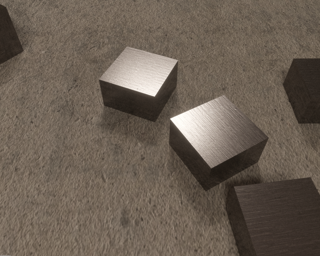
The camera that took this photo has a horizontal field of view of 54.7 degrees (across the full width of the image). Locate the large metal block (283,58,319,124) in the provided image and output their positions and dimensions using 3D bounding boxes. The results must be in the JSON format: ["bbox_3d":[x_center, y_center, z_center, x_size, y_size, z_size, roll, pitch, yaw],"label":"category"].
[{"bbox_3d":[0.231,-0.053,0.434,0.081,0.050,0.080,0,50,-1],"label":"large metal block"}]

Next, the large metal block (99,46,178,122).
[{"bbox_3d":[-0.028,-0.064,0.440,0.080,0.050,0.080,19,52,14],"label":"large metal block"}]

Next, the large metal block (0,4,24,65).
[{"bbox_3d":[-0.279,-0.159,0.498,0.080,0.080,0.050,30,56,22],"label":"large metal block"}]

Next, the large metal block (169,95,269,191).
[{"bbox_3d":[0.067,0.016,0.375,0.081,0.050,0.080,-24,54,-20],"label":"large metal block"}]

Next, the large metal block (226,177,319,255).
[{"bbox_3d":[0.119,0.100,0.304,0.081,0.050,0.080,-6,50,-6],"label":"large metal block"}]
